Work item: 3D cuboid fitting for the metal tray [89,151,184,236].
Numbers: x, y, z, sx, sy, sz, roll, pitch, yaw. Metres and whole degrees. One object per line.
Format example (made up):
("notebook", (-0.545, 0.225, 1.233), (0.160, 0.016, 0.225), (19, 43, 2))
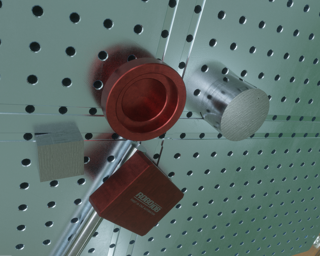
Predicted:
("metal tray", (-0.026, 0.096, 0.431), (0.090, 0.030, 0.130), (-44, 143, -5))

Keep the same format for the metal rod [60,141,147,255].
("metal rod", (-0.107, 0.148, 0.445), (0.025, 0.025, 0.299), (23, 106, -37))

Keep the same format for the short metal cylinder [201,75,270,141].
("short metal cylinder", (0.105, -0.028, 0.437), (0.081, 0.050, 0.079), (-14, 124, -21))

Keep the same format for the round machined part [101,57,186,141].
("round machined part", (-0.022, -0.037, 0.367), (0.099, 0.042, 0.097), (-14, 124, -21))

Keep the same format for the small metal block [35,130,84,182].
("small metal block", (-0.119, 0.033, 0.368), (0.050, 0.025, 0.050), (-7, 122, -25))
